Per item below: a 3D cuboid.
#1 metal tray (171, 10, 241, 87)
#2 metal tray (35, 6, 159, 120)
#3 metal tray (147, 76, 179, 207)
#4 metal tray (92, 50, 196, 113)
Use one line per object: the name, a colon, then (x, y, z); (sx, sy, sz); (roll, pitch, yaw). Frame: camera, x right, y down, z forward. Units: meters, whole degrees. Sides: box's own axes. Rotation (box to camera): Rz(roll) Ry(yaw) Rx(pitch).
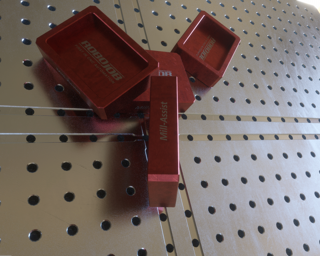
metal tray: (0.081, -0.140, 0.535); (0.090, 0.030, 0.130); (35, 51, -5)
metal tray: (-0.075, -0.084, 0.379); (0.090, 0.030, 0.130); (-40, 72, -17)
metal tray: (0.004, 0.015, 0.357); (0.030, 0.090, 0.130); (1, 58, 0)
metal tray: (-0.022, -0.067, 0.435); (0.131, 0.030, 0.090); (-2, 63, -29)
